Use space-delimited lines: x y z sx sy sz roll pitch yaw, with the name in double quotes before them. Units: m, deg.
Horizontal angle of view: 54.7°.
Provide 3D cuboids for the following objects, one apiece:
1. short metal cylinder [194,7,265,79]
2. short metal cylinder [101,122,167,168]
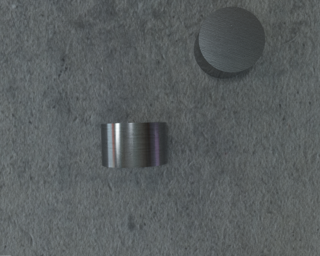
"short metal cylinder" 0.087 -0.107 0.399 0.081 0.050 0.079 0 90 -1
"short metal cylinder" -0.031 0.019 0.382 0.081 0.080 0.050 -2 90 -1
